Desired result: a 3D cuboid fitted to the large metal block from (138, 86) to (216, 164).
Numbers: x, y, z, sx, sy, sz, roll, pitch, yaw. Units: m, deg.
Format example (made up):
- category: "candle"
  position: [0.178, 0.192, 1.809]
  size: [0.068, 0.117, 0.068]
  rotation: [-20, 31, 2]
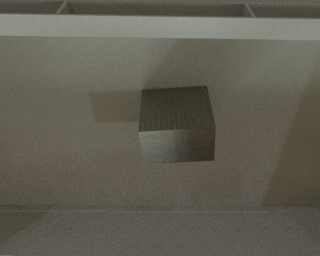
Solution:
- category: "large metal block"
  position: [0.020, -0.005, 0.368]
  size: [0.080, 0.080, 0.050]
  rotation: [-3, 130, 3]
